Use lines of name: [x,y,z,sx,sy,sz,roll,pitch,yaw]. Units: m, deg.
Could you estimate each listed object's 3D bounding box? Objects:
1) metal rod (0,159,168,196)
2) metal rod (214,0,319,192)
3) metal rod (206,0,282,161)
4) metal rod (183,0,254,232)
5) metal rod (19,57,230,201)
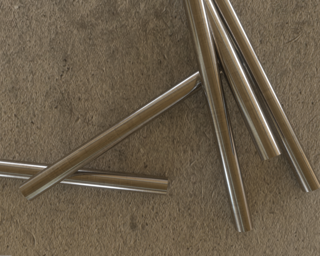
metal rod: [-0.141,0.060,0.408,0.302,0.025,0.025,6,90,0]
metal rod: [0.135,-0.055,0.410,0.025,0.025,0.299,-26,90,0]
metal rod: [0.077,-0.103,0.387,0.025,0.025,0.299,-21,81,0]
metal rod: [0.075,-0.011,0.390,0.025,0.025,0.298,-14,98,0]
metal rod: [-0.039,-0.004,0.394,0.301,0.025,0.025,-34,90,-6]
